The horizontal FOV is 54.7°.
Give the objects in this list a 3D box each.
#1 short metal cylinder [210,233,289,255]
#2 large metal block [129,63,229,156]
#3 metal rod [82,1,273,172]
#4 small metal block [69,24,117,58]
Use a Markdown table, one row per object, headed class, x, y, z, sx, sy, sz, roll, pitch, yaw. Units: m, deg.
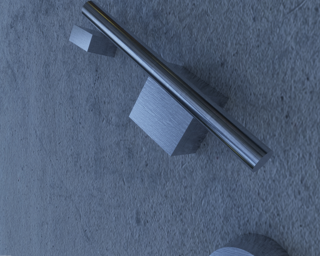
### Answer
| class | x | y | z | sx | sy | sz | roll | pitch | yaw |
| --- | --- | --- | --- | --- | --- | --- | --- | --- | --- |
| short metal cylinder | 0.091 | 0.154 | 0.313 | 0.080 | 0.050 | 0.079 | 0 | 90 | 39 |
| large metal block | 0.020 | -0.024 | 0.370 | 0.080 | 0.050 | 0.079 | 42 | 115 | 31 |
| metal rod | -0.002 | -0.065 | 0.340 | 0.300 | 0.025 | 0.025 | 46 | 117 | 30 |
| small metal block | -0.100 | -0.131 | 0.468 | 0.050 | 0.050 | 0.025 | 35 | 112 | 34 |
